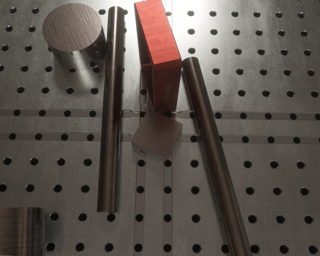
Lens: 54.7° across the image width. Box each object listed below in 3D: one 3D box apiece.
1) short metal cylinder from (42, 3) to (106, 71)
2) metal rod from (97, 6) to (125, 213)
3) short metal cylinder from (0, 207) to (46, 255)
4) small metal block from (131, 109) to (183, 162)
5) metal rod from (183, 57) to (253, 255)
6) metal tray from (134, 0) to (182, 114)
[{"bbox_3d":[-0.120,-0.130,0.444,0.081,0.050,0.080,0,70,0],"label":"short metal cylinder"},{"bbox_3d":[-0.065,-0.038,0.424,0.025,0.025,0.299,0,70,-1],"label":"metal rod"},{"bbox_3d":[-0.168,0.118,0.337,0.081,0.080,0.050,-6,70,-3],"label":"short metal cylinder"},{"bbox_3d":[-0.004,0.010,0.408,0.050,0.025,0.050,24,72,8],"label":"small metal block"},{"bbox_3d":[0.072,0.042,0.397,0.025,0.025,0.299,-10,70,-4],"label":"metal rod"},{"bbox_3d":[-0.003,-0.081,0.386,0.030,0.130,0.090,-14,71,-5],"label":"metal tray"}]
